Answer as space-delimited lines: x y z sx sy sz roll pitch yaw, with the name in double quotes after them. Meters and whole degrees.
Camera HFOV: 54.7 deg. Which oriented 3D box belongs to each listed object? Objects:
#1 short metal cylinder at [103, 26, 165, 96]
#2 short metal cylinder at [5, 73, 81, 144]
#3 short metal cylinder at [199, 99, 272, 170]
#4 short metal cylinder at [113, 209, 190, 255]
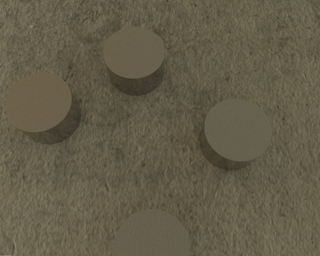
-0.034 -0.091 0.428 0.081 0.050 0.080 0 70 0 "short metal cylinder"
-0.149 -0.024 0.402 0.081 0.050 0.080 0 70 0 "short metal cylinder"
0.093 0.009 0.393 0.081 0.050 0.080 0 70 0 "short metal cylinder"
-0.009 0.134 0.346 0.081 0.050 0.080 0 70 0 "short metal cylinder"
